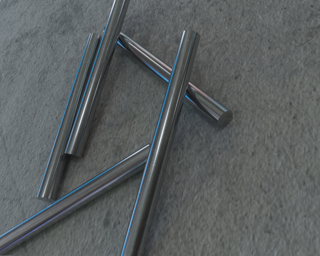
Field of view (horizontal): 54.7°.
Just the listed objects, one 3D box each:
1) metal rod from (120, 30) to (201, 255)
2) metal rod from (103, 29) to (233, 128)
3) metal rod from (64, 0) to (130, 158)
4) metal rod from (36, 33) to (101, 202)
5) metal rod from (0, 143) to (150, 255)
[{"bbox_3d":[0.003,0.015,0.370,0.025,0.025,0.299,6,71,30],"label":"metal rod"},{"bbox_3d":[-0.006,-0.092,0.462,0.025,0.025,0.300,-44,51,-2],"label":"metal rod"},{"bbox_3d":[-0.092,-0.099,0.487,0.025,0.025,0.299,3,70,29],"label":"metal rod"},{"bbox_3d":[-0.137,-0.033,0.493,0.025,0.025,0.299,-6,59,25],"label":"metal rod"},{"bbox_3d":[-0.134,0.108,0.405,0.300,0.025,0.025,-32,52,7],"label":"metal rod"}]
